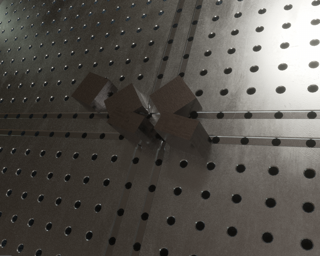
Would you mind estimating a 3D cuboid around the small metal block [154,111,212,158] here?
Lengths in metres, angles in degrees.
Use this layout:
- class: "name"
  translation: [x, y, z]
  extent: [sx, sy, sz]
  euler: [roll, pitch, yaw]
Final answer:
- class: "small metal block"
  translation: [0.028, 0.008, 0.371]
  extent: [0.050, 0.050, 0.025]
  euler: [18, 72, 34]

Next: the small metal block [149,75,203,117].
- class: "small metal block"
  translation: [0.021, -0.036, 0.418]
  extent: [0.050, 0.025, 0.050]
  euler: [-34, 52, 5]

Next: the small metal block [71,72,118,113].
- class: "small metal block"
  translation: [-0.105, -0.057, 0.497]
  extent: [0.050, 0.025, 0.050]
  euler: [25, 75, 36]

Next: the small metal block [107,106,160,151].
- class: "small metal block"
  translation: [-0.033, 0.001, 0.408]
  extent: [0.050, 0.050, 0.025]
  euler: [21, 73, 35]

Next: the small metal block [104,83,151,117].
- class: "small metal block"
  translation: [-0.048, -0.030, 0.450]
  extent: [0.050, 0.025, 0.050]
  euler: [-32, 52, 7]
